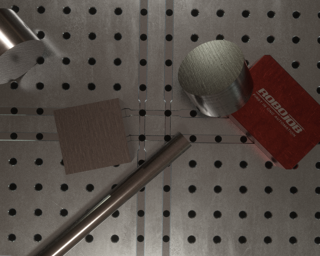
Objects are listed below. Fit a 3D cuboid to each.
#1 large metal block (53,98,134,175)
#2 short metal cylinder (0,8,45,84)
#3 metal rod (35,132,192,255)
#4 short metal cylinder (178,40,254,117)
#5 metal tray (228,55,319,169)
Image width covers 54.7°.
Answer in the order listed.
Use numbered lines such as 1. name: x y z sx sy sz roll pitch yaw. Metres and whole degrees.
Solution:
1. large metal block: -0.082 0.010 0.400 0.080 0.050 0.080 -11 90 -1
2. short metal cylinder: -0.193 -0.099 0.383 0.080 0.080 0.050 -42 91 0
3. metal rod: -0.080 0.112 0.412 0.300 0.025 0.025 -41 91 -1
4. short metal cylinder: 0.069 -0.061 0.382 0.080 0.050 0.080 -14 57 22
5. metal tray: 0.152 -0.020 0.413 0.090 0.030 0.130 -45 91 0
